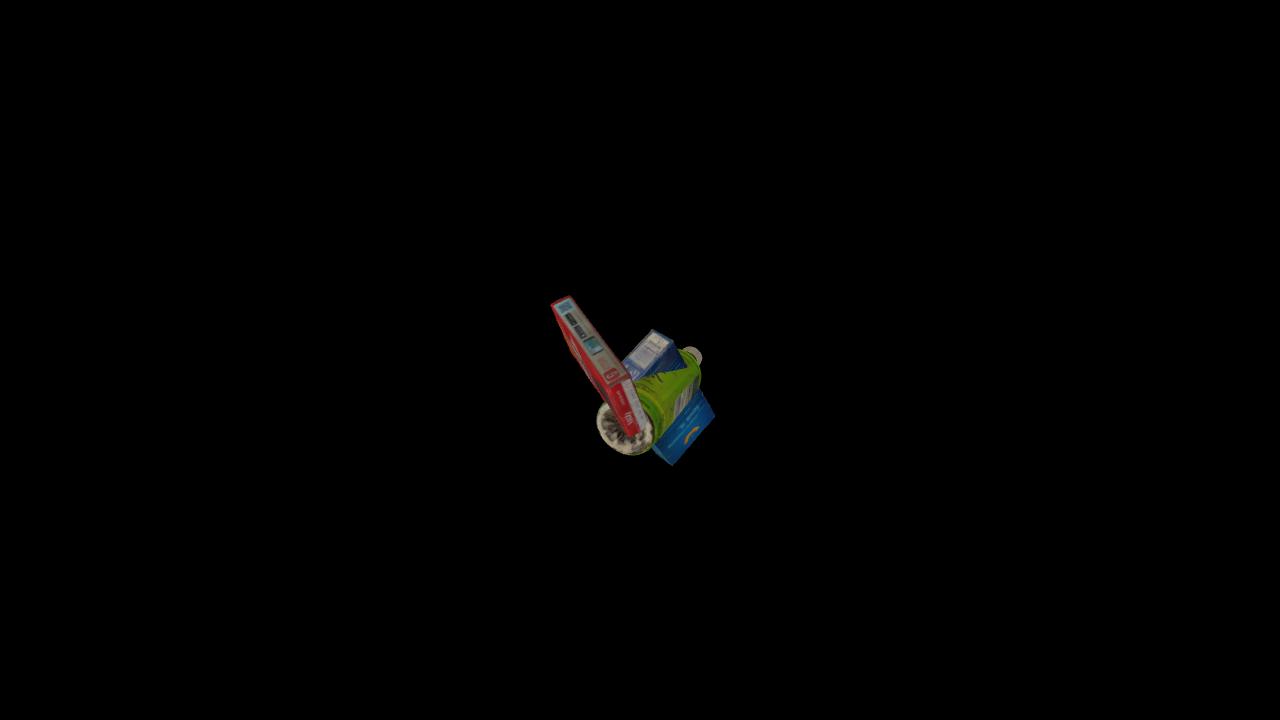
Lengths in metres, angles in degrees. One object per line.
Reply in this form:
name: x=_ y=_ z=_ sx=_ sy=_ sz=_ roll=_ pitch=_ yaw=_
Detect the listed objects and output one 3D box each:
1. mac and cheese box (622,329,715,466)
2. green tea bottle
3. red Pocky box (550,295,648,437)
mac and cheese box: x=0.028 y=0.051 z=0.749 sx=0.041 sy=0.093 sz=0.184 roll=32 pitch=-15 yaw=36
green tea bottle: x=0.026 y=0.034 z=0.719 sx=0.073 sy=0.073 sz=0.212 roll=0 pitch=19 yaw=26
red Pocky box: x=-0.044 y=0.004 z=0.644 sx=0.028 sy=0.083 sz=0.155 roll=-30 pitch=46 yaw=-9
